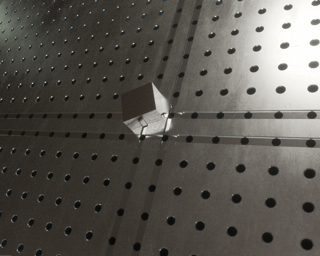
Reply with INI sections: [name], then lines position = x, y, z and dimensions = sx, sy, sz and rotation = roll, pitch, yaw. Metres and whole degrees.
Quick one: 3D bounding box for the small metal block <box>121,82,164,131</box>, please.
[small metal block]
position = -0.026, -0.031, 0.439
dimensions = 0.050, 0.025, 0.050
rotation = -20, 54, 16
